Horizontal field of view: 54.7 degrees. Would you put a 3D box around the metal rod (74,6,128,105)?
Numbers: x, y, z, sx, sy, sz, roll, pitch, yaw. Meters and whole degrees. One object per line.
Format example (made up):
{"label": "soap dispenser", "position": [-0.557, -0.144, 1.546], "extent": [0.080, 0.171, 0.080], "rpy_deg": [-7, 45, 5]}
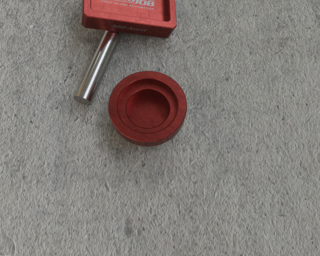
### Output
{"label": "metal rod", "position": [-0.059, -0.171, 0.469], "extent": [0.025, 0.025, 0.299], "rpy_deg": [17, 71, 6]}

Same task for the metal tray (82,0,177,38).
{"label": "metal tray", "position": [-0.044, -0.184, 0.447], "extent": [0.131, 0.030, 0.090], "rpy_deg": [2, 76, -18]}

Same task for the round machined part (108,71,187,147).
{"label": "round machined part", "position": [-0.015, -0.022, 0.407], "extent": [0.099, 0.042, 0.098], "rpy_deg": [0, 70, -1]}
